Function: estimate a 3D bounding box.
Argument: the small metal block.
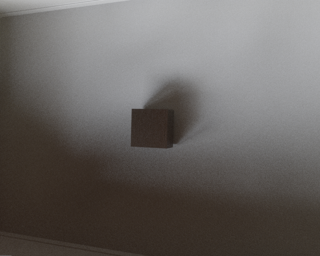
[{"bbox_3d":[-0.010,0.000,0.410,0.050,0.025,0.050,2,91,20],"label":"small metal block"}]
